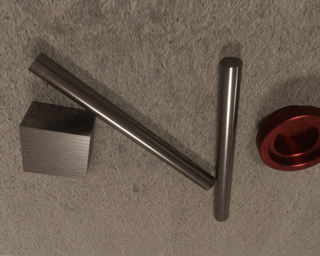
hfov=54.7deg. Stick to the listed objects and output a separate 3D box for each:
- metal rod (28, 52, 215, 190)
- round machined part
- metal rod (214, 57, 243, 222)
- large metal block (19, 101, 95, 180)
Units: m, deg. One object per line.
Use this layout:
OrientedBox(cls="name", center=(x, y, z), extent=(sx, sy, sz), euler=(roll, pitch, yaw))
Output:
OrientedBox(cls="metal rod", center=(-0.031, 0.006, 0.411), extent=(0.301, 0.025, 0.025), euler=(37, 121, -28))
OrientedBox(cls="round machined part", center=(0.176, 0.009, 0.407), extent=(0.099, 0.042, 0.097), euler=(-1, 130, 0))
OrientedBox(cls="metal rod", center=(0.093, 0.039, 0.442), extent=(0.025, 0.025, 0.298), euler=(-4, 130, 3))
OrientedBox(cls="large metal block", center=(-0.131, 0.018, 0.404), extent=(0.081, 0.050, 0.079), euler=(9, 130, -9))
